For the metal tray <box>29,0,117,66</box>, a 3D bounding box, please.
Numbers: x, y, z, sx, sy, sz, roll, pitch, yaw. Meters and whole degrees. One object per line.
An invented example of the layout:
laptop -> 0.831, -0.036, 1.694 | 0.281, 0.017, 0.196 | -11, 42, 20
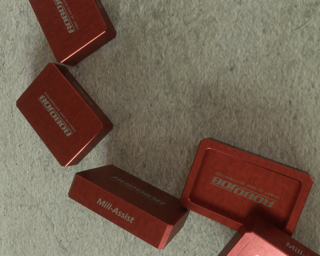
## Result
metal tray -> -0.131, -0.168, 0.451 | 0.090, 0.030, 0.130 | -29, 81, 17

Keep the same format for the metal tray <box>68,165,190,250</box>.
metal tray -> -0.034, 0.091, 0.385 | 0.130, 0.090, 0.030 | 24, 98, 18

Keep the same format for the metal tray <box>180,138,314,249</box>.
metal tray -> 0.099, 0.074, 0.370 | 0.130, 0.030, 0.089 | 20, 97, 18

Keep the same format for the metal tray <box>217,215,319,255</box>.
metal tray -> 0.133, 0.166, 0.337 | 0.130, 0.030, 0.089 | 32, 122, 11

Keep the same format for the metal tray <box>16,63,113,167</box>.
metal tray -> -0.142, -0.020, 0.455 | 0.090, 0.030, 0.130 | -44, 77, 14
